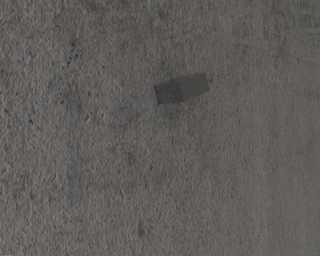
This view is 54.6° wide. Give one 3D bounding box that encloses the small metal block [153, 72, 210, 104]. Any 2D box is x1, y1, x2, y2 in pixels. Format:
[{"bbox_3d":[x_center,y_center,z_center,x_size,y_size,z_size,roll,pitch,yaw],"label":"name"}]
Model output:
[{"bbox_3d":[0.028,-0.053,0.411,0.050,0.050,0.025,-27,107,-37],"label":"small metal block"}]
